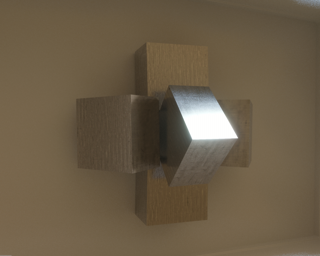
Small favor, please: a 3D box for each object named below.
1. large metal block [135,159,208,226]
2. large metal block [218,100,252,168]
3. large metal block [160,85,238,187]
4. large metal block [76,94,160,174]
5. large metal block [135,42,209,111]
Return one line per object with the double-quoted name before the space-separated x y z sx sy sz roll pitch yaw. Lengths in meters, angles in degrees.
"large metal block" 0.014 0.076 0.401 0.081 0.050 0.080 1 90 -20
"large metal block" 0.093 0.006 0.407 0.050 0.080 0.080 1 90 19
"large metal block" 0.033 0.009 0.350 0.050 0.079 0.080 -1 47 -21
"large metal block" -0.048 0.006 0.354 0.050 0.080 0.079 -3 92 -57
"large metal block" 0.015 -0.062 0.398 0.081 0.050 0.080 -2 91 -20
